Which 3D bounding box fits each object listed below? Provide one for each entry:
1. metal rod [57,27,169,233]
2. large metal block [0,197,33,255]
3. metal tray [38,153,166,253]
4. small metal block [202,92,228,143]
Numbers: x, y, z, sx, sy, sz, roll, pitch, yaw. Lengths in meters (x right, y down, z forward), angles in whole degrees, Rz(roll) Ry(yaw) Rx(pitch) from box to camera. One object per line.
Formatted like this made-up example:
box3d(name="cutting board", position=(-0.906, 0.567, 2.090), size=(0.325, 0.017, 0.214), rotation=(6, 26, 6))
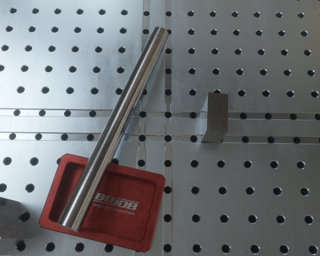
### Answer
box3d(name="metal rod", position=(-0.048, -0.018, 0.395), size=(0.025, 0.025, 0.300), rotation=(18, 62, 6))
box3d(name="large metal block", position=(-0.201, 0.117, 0.337), size=(0.080, 0.080, 0.050), rotation=(-27, 73, -10))
box3d(name="metal tray", position=(-0.066, 0.089, 0.375), size=(0.131, 0.030, 0.090), rotation=(12, 70, 4))
box3d(name="small metal block", position=(0.071, -0.012, 0.404), size=(0.025, 0.050, 0.050), rotation=(5, 70, 1))
